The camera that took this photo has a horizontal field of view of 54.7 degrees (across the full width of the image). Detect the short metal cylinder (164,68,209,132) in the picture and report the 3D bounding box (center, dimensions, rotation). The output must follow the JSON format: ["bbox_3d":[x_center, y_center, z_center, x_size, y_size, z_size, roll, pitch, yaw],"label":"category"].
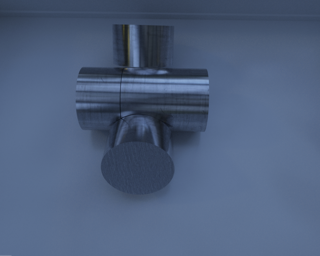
[{"bbox_3d":[0.031,-0.035,0.392,0.050,0.080,0.080,1,70,1],"label":"short metal cylinder"}]

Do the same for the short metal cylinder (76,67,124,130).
[{"bbox_3d":[-0.070,-0.037,0.392,0.050,0.080,0.080,1,70,1],"label":"short metal cylinder"}]

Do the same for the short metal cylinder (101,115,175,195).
[{"bbox_3d":[-0.024,0.031,0.359,0.081,0.079,0.050,0,36,0],"label":"short metal cylinder"}]

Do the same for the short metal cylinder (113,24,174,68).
[{"bbox_3d":[-0.022,-0.110,0.411,0.080,0.080,0.050,2,108,0],"label":"short metal cylinder"}]

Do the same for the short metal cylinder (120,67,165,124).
[{"bbox_3d":[-0.019,-0.036,0.391,0.050,0.080,0.080,1,70,1],"label":"short metal cylinder"}]
